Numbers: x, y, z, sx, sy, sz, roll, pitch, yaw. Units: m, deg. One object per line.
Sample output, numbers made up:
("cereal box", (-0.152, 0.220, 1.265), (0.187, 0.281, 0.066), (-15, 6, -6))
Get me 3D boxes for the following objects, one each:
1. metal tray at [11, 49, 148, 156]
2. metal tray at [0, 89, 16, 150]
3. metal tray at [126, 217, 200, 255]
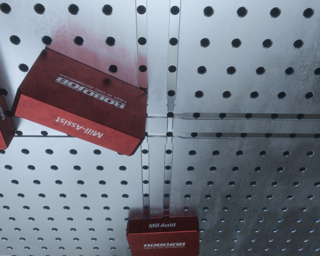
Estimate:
("metal tray", (-0.080, -0.029, 0.343), (0.131, 0.090, 0.030), (22, 127, -18))
("metal tray", (-0.244, -0.030, 0.380), (0.091, 0.030, 0.129), (1, 130, -1))
("metal tray", (0.008, 0.209, 0.586), (0.131, 0.030, 0.090), (-4, 130, 3))
